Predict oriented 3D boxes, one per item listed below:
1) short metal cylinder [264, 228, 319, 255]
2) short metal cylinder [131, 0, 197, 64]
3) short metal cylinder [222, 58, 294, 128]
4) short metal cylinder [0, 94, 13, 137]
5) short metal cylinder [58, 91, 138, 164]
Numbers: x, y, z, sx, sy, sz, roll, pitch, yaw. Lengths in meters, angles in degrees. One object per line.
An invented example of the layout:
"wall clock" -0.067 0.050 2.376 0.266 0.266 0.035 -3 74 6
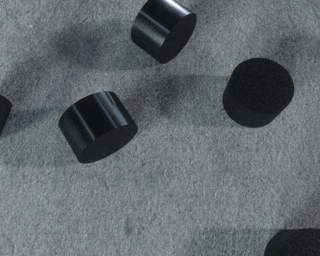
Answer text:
"short metal cylinder" 0.162 0.153 0.341 0.081 0.050 0.080 0 70 0
"short metal cylinder" 0.006 -0.137 0.429 0.050 0.080 0.080 40 75 13
"short metal cylinder" 0.128 -0.046 0.413 0.081 0.050 0.080 0 70 0
"short metal cylinder" -0.234 -0.019 0.383 0.080 0.080 0.050 11 71 3
"short metal cylinder" -0.074 0.000 0.378 0.080 0.080 0.050 -31 73 -11
